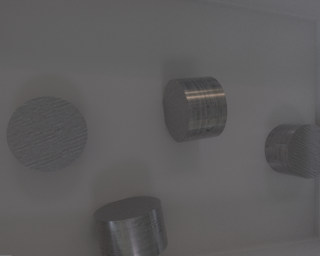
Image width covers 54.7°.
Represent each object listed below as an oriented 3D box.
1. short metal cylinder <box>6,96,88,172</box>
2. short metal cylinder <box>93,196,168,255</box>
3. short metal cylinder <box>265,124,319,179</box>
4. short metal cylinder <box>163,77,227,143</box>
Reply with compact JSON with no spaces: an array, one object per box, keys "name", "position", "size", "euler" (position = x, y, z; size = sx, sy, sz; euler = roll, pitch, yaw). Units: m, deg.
[{"name":"short metal cylinder","position":[-0.126,0.006,0.351],"size":[0.081,0.050,0.080],"euler":[0,90,-20]},{"name":"short metal cylinder","position":[-0.034,0.119,0.369],"size":[0.081,0.080,0.050],"euler":[-11,94,-20]},{"name":"short metal cylinder","position":[0.210,0.034,0.474],"size":[0.081,0.050,0.080],"euler":[0,90,-20]},{"name":"short metal cylinder","position":[0.042,-0.024,0.397],"size":[0.050,0.080,0.080],"euler":[-8,93,-20]}]
